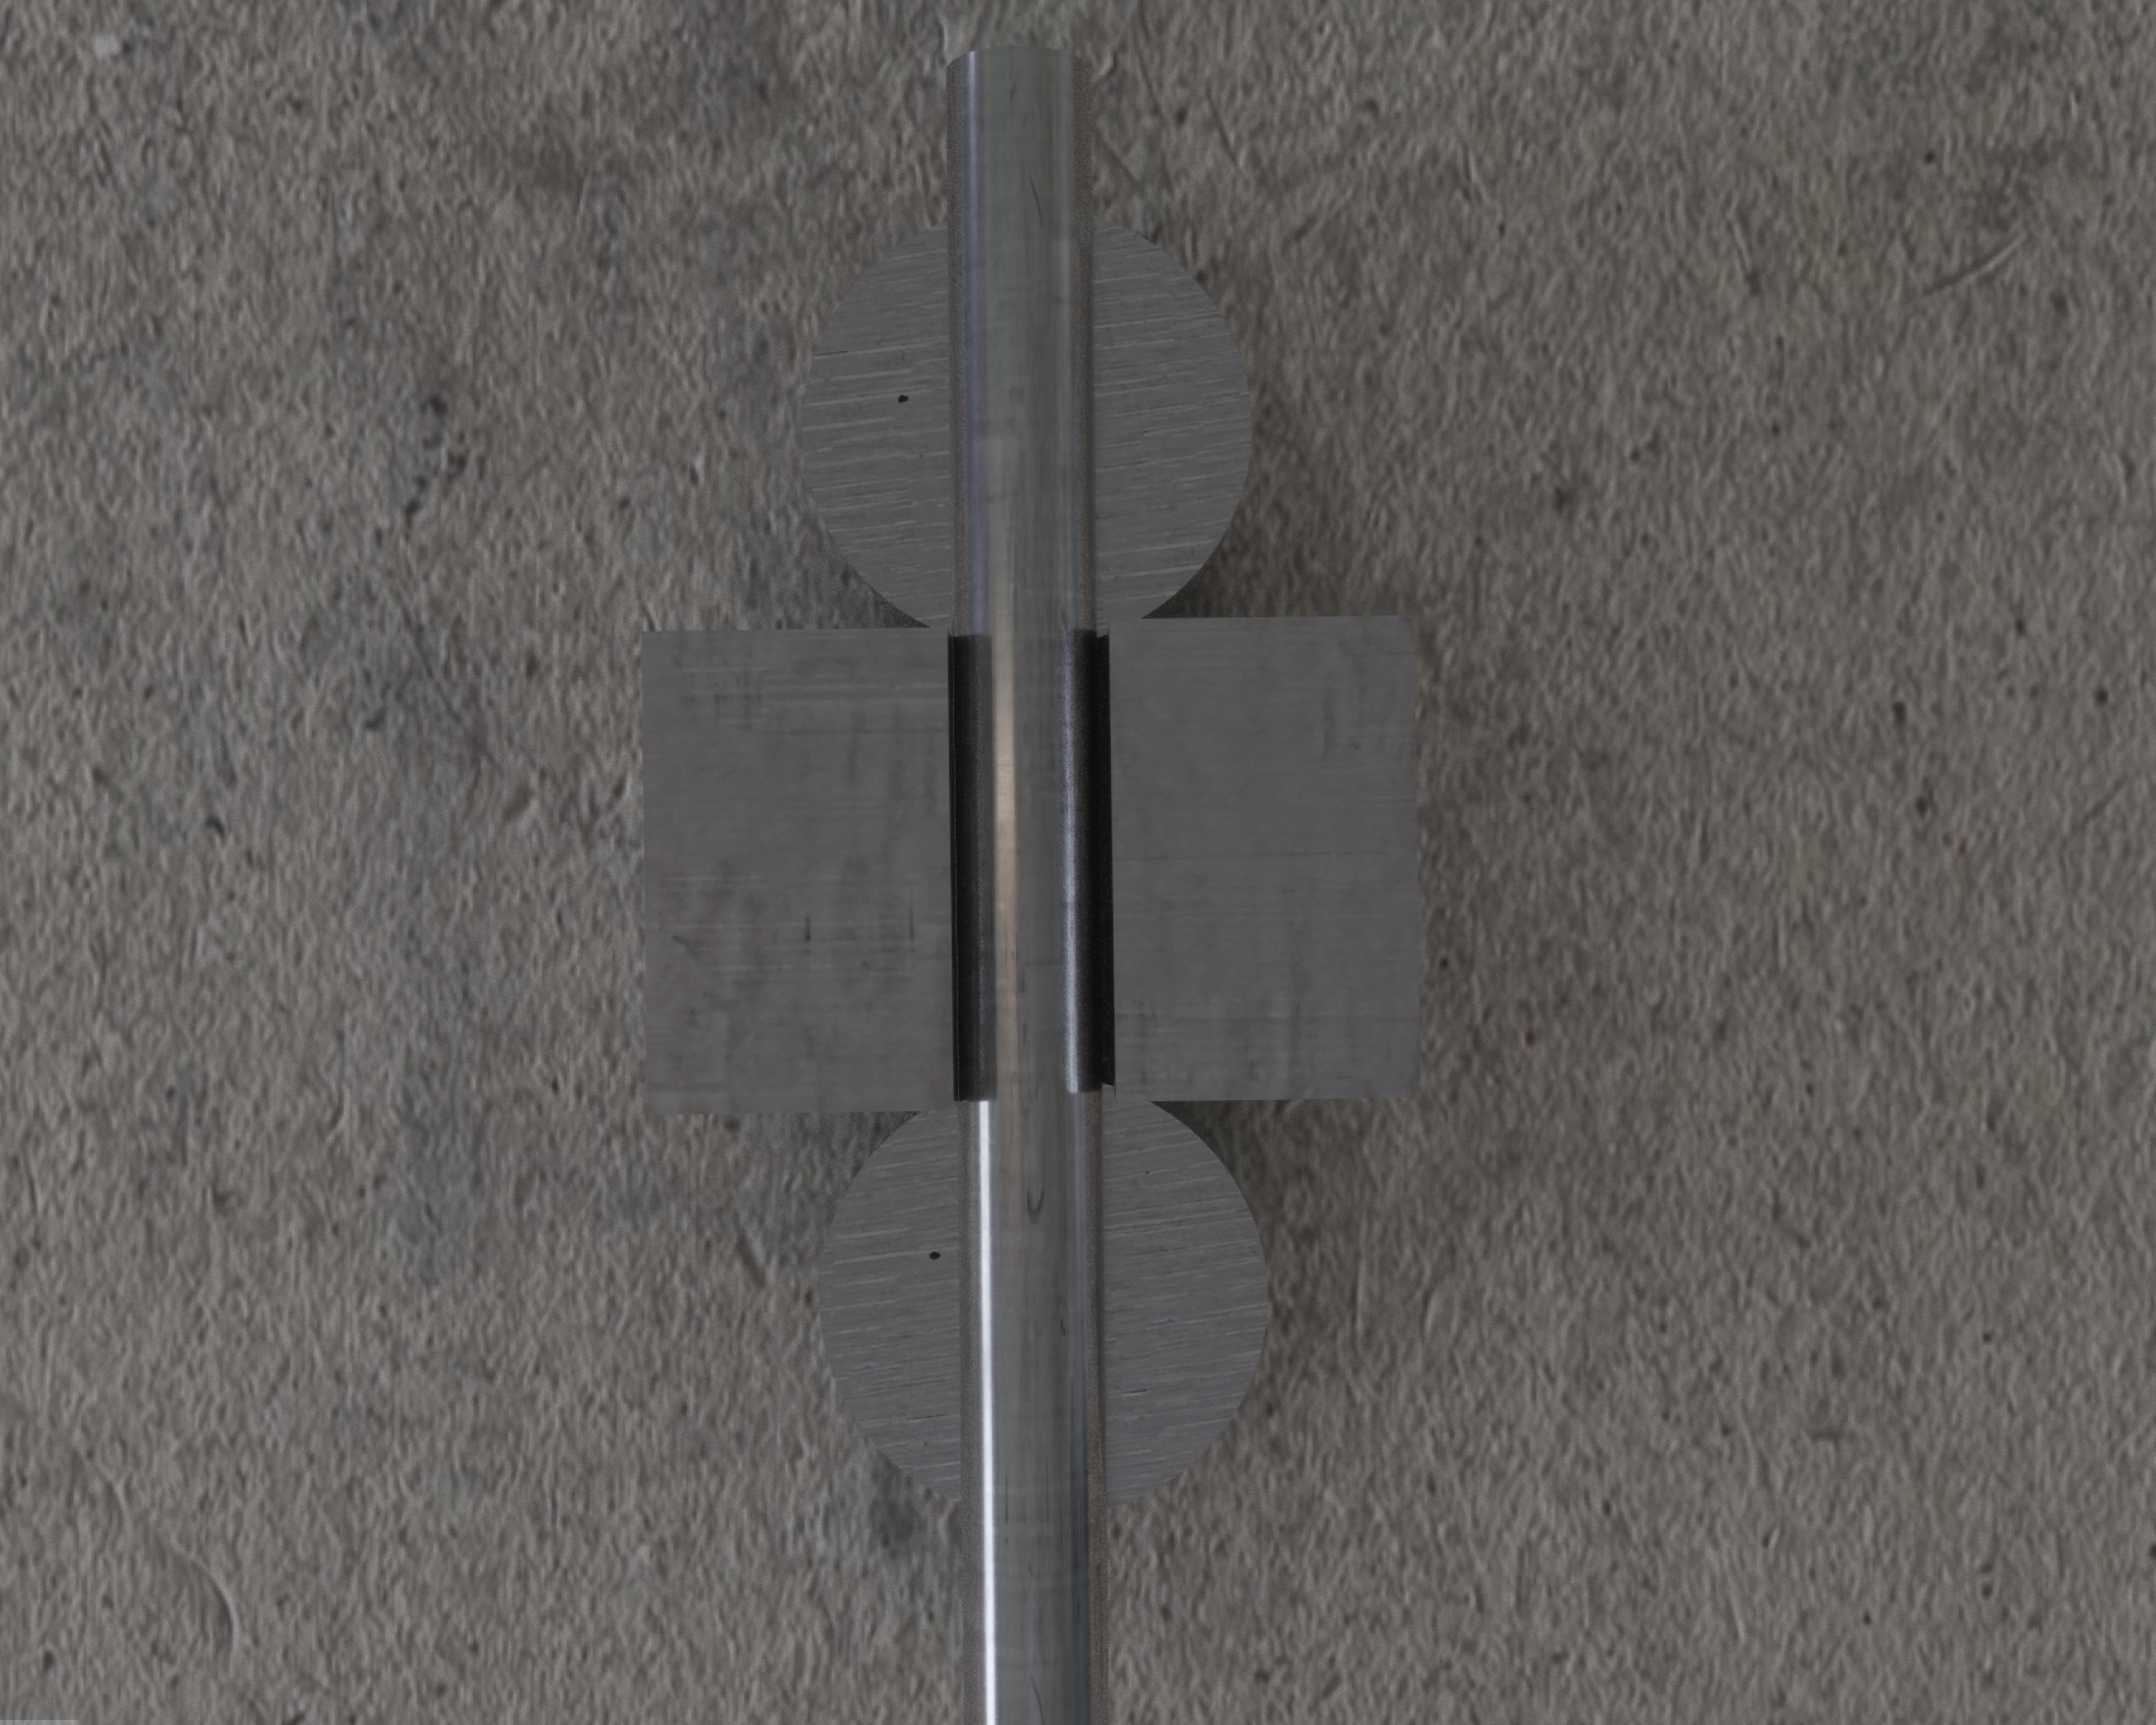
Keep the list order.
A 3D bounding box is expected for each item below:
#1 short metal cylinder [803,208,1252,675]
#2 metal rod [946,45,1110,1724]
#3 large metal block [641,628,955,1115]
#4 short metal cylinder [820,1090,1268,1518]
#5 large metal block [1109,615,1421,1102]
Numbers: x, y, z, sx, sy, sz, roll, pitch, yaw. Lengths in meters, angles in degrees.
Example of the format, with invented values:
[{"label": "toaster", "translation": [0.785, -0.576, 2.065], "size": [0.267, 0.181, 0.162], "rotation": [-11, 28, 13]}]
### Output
[{"label": "short metal cylinder", "translation": [-0.009, -0.078, 0.398], "size": [0.081, 0.050, 0.080], "rotation": [0, 90, 0]}, {"label": "metal rod", "translation": [-0.009, 0.013, 0.361], "size": [0.025, 0.025, 0.298], "rotation": [-1, 90, 0]}, {"label": "large metal block", "translation": [-0.046, 0.001, 0.383], "size": [0.050, 0.080, 0.080], "rotation": [-1, 90, 0]}, {"label": "short metal cylinder", "translation": [-0.006, 0.078, 0.399], "size": [0.081, 0.050, 0.080], "rotation": [0, 90, 0]}, {"label": "large metal block", "translation": [0.031, -0.001, 0.384], "size": [0.050, 0.080, 0.080], "rotation": [-1, 90, 0]}]
